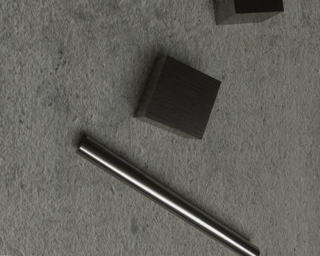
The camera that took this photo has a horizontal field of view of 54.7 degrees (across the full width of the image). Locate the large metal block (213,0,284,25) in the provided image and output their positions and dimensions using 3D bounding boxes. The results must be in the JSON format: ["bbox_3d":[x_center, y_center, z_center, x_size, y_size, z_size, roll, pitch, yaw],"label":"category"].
[{"bbox_3d":[0.122,-0.196,0.441,0.081,0.050,0.080,-10,94,-20],"label":"large metal block"}]

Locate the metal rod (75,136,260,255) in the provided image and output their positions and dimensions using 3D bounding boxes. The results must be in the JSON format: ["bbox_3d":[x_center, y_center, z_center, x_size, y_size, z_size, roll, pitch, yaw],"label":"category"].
[{"bbox_3d":[0.022,0.104,0.417,0.301,0.025,0.025,36,79,-17],"label":"metal rod"}]

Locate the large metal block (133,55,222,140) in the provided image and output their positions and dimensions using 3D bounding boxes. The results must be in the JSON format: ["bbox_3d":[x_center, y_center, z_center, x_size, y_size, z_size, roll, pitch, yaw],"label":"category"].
[{"bbox_3d":[0.022,-0.037,0.404,0.080,0.050,0.080,22,83,-19],"label":"large metal block"}]
